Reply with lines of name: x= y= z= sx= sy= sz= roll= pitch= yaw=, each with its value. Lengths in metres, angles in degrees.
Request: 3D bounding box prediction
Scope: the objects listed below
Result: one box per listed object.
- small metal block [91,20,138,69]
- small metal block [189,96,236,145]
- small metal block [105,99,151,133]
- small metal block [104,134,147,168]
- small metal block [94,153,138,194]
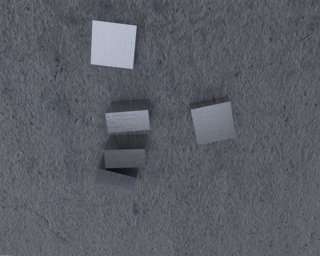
small metal block: x=-0.054 y=-0.101 z=0.372 sx=0.050 sy=0.025 sz=0.050 roll=6 pitch=110 yaw=-3
small metal block: x=0.068 y=-0.010 z=0.407 sx=0.050 sy=0.025 sz=0.050 roll=-12 pitch=110 yaw=4
small metal block: x=-0.038 y=-0.016 z=0.390 sx=0.050 sy=0.050 sz=0.025 roll=-4 pitch=110 yaw=1
small metal block: x=-0.043 y=0.029 z=0.407 sx=0.050 sy=0.050 sz=0.025 roll=-2 pitch=110 yaw=0
small metal block: x=-0.057 y=0.059 z=0.418 sx=0.050 sy=0.050 sz=0.025 roll=15 pitch=110 yaw=-6
